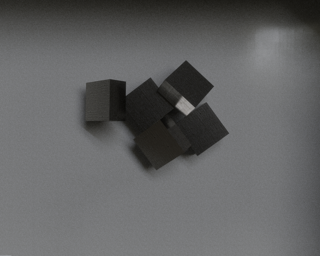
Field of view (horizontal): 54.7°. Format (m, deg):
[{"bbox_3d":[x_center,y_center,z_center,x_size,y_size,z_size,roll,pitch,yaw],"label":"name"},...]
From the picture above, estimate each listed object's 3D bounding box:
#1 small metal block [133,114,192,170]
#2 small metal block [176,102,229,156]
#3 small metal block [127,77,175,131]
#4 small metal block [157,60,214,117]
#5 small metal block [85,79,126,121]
[{"bbox_3d":[0.003,0.018,0.398,0.050,0.025,0.050,-36,90,31],"label":"small metal block"},{"bbox_3d":[0.054,0.001,0.410,0.050,0.025,0.050,-36,90,0],"label":"small metal block"},{"bbox_3d":[-0.017,-0.030,0.409,0.050,0.025,0.050,-38,91,0],"label":"small metal block"},{"bbox_3d":[0.033,-0.051,0.399,0.050,0.025,0.050,43,55,-1],"label":"small metal block"},{"bbox_3d":[-0.070,-0.034,0.395,0.050,0.025,0.050,0,90,43],"label":"small metal block"}]
